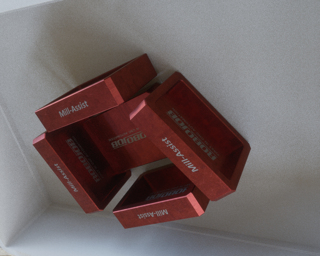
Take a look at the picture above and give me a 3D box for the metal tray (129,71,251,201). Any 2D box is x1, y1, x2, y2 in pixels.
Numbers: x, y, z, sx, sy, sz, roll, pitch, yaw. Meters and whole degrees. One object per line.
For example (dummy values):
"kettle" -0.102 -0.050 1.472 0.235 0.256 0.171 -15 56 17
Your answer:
"metal tray" 0.039 0.006 0.347 0.130 0.090 0.030 45 130 -4

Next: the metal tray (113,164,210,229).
"metal tray" 0.010 0.083 0.409 0.130 0.090 0.030 -22 107 36

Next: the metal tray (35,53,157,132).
"metal tray" -0.078 -0.042 0.377 0.130 0.090 0.030 -17 110 34

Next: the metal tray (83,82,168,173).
"metal tray" -0.033 0.004 0.420 0.130 0.030 0.090 -21 107 35

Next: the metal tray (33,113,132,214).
"metal tray" -0.106 0.045 0.445 0.030 0.090 0.130 -23 106 36
